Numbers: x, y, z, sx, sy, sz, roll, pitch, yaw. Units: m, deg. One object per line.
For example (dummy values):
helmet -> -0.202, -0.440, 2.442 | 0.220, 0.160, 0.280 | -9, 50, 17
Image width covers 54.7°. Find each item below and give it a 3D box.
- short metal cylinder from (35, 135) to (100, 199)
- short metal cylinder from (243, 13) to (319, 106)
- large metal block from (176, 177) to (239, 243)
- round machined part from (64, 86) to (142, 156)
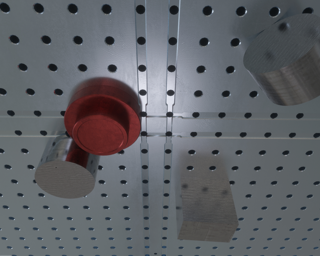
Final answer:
short metal cylinder -> -0.129, 0.056, 0.442 | 0.081, 0.050, 0.079 | 0, 130, 0
short metal cylinder -> 0.134, -0.069, 0.318 | 0.080, 0.080, 0.050 | -32, 123, 24
large metal block -> 0.069, 0.127, 0.484 | 0.081, 0.080, 0.050 | 6, 130, -5
round machined part -> -0.074, -0.002, 0.398 | 0.099, 0.042, 0.097 | 0, 130, 0
